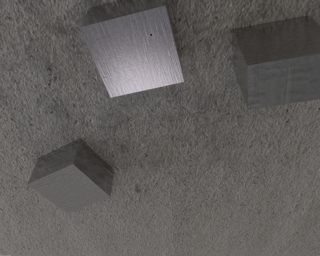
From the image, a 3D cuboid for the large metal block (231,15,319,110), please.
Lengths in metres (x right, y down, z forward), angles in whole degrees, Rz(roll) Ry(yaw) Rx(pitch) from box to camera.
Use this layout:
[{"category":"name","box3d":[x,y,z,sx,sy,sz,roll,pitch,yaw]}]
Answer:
[{"category":"large metal block","box3d":[0.121,-0.068,0.314,0.080,0.080,0.050,-8,130,7]}]

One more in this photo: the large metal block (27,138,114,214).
[{"category":"large metal block","box3d":[-0.126,0.071,0.450,0.080,0.050,0.080,-24,126,19]}]

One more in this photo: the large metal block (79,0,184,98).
[{"category":"large metal block","box3d":[-0.024,-0.085,0.318,0.080,0.050,0.080,-11,129,9]}]
